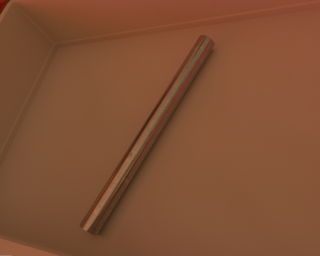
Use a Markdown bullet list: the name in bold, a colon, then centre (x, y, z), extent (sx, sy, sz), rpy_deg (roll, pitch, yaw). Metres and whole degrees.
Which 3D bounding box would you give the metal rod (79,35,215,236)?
- **metal rod**: centre (-0.010, -0.001, 0.409), extent (0.025, 0.025, 0.300), rpy_deg (22, 73, 36)
